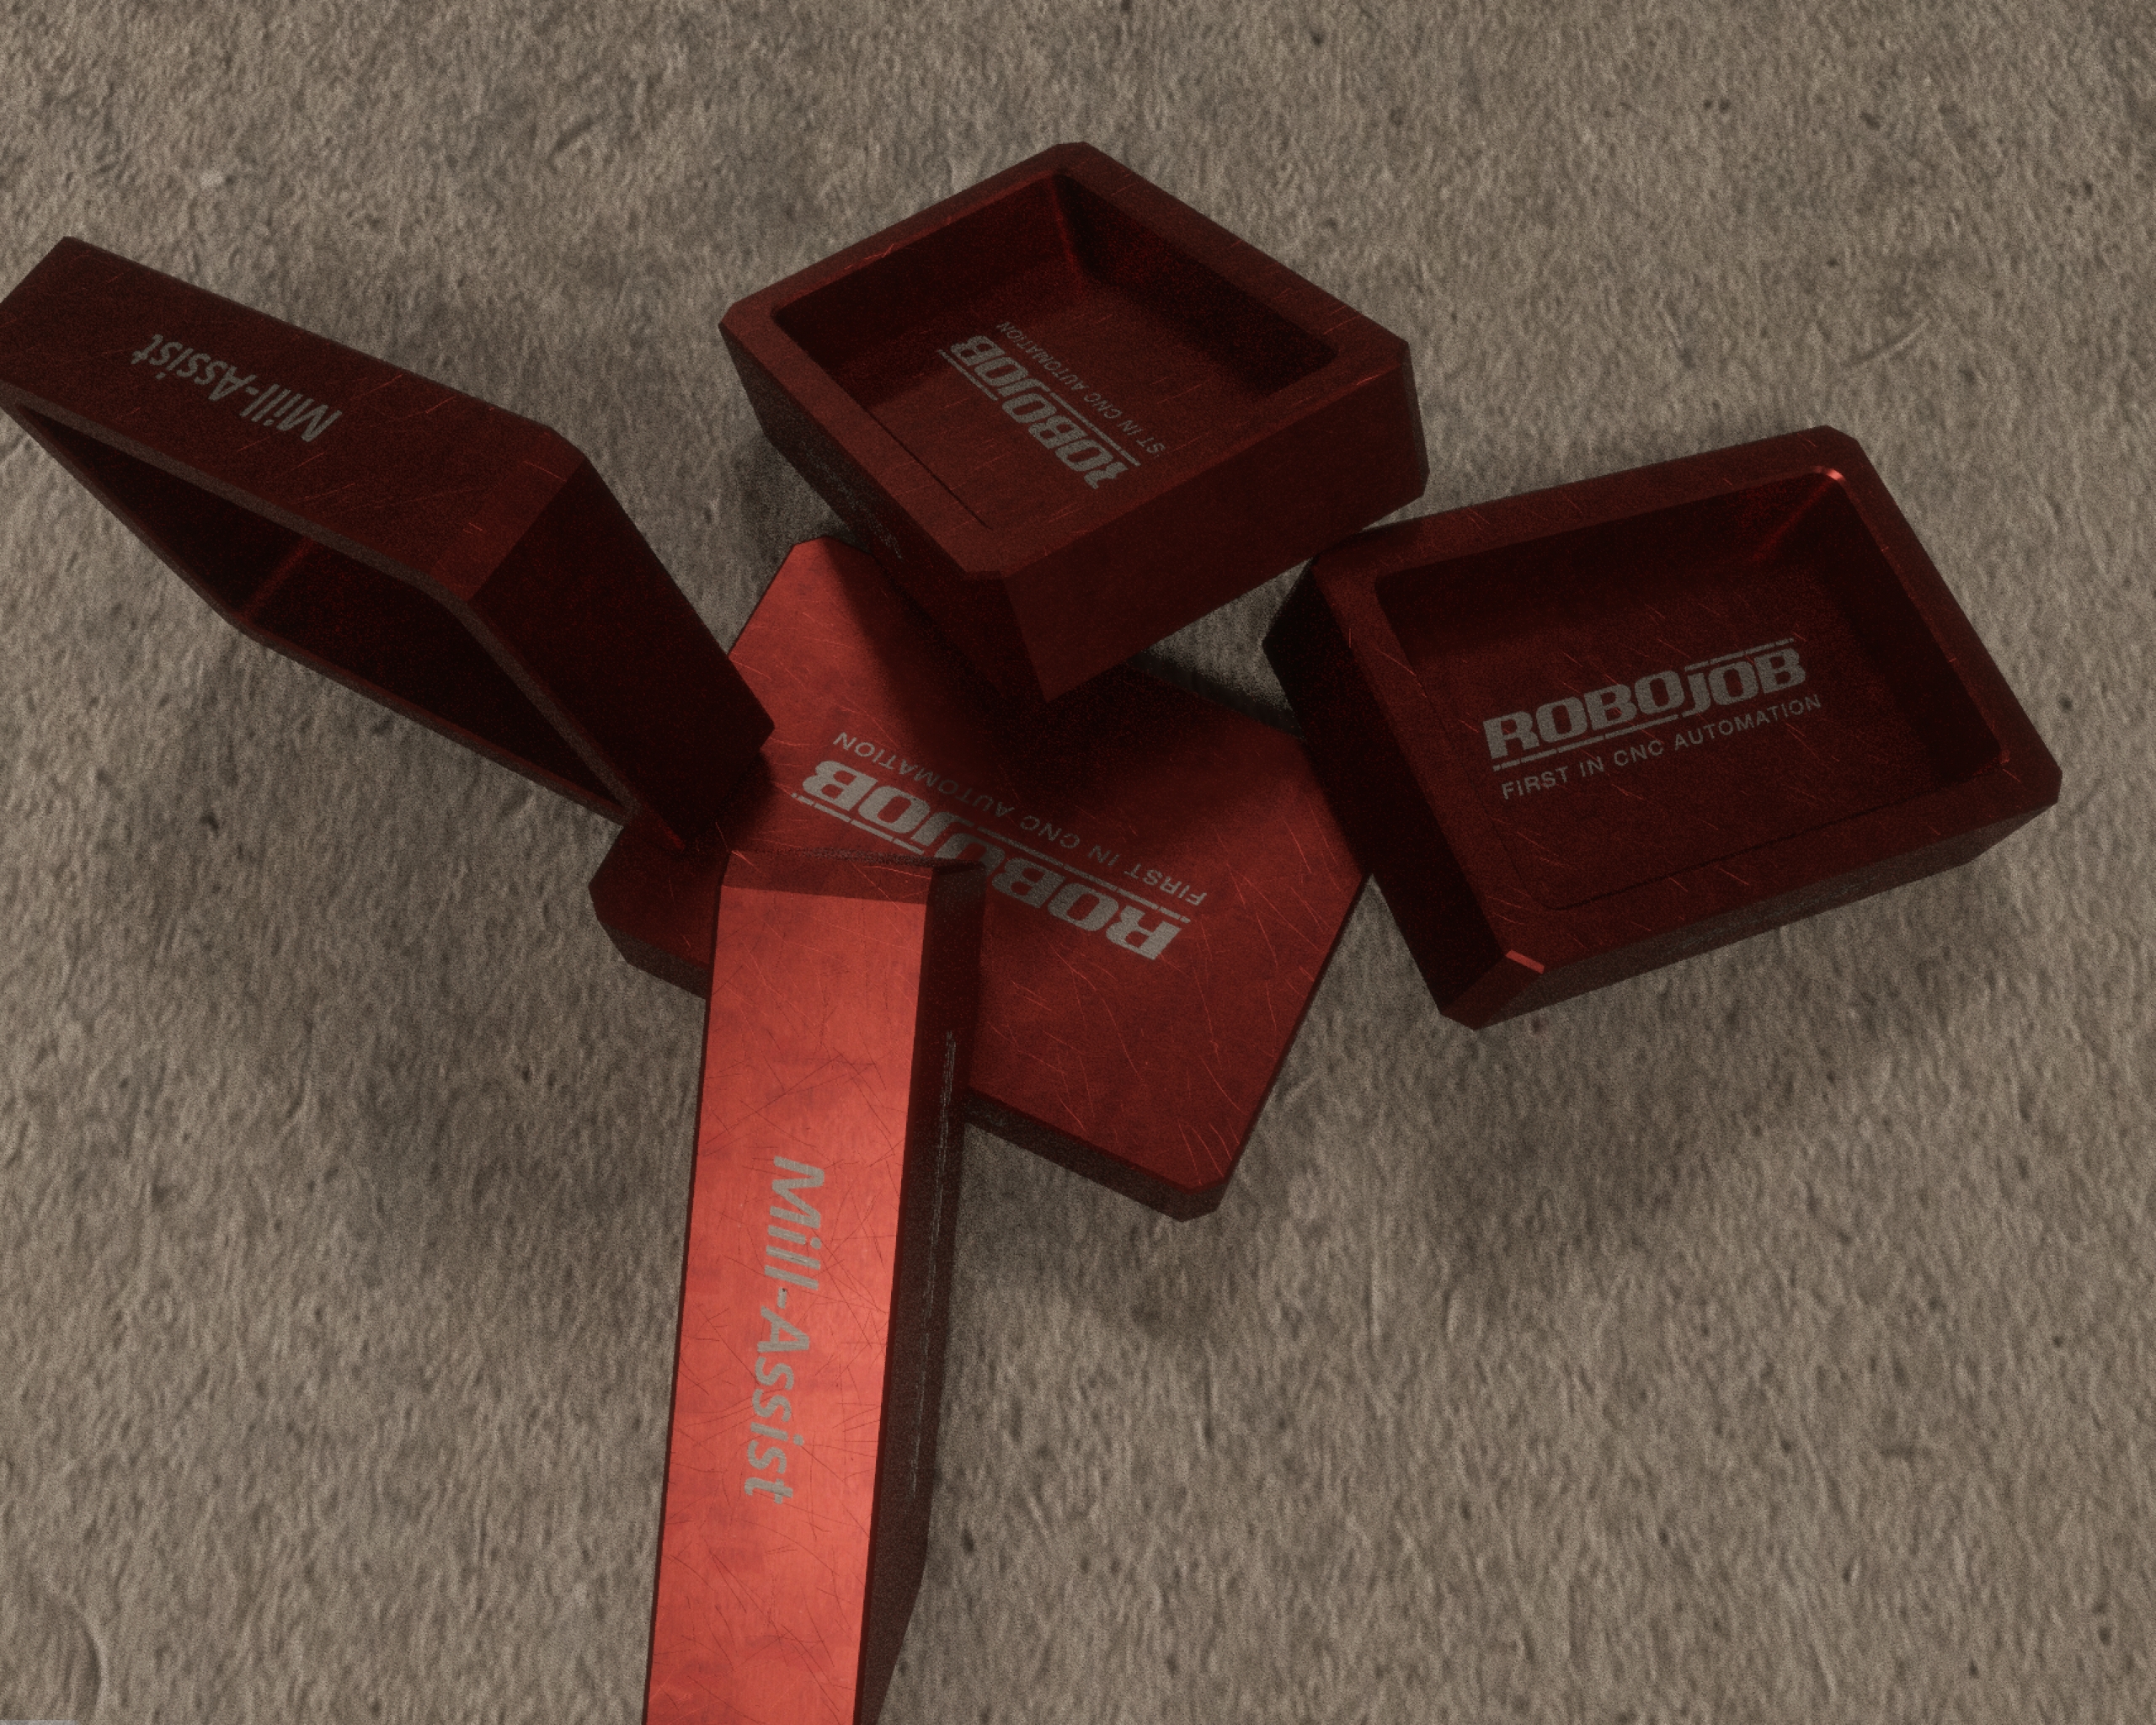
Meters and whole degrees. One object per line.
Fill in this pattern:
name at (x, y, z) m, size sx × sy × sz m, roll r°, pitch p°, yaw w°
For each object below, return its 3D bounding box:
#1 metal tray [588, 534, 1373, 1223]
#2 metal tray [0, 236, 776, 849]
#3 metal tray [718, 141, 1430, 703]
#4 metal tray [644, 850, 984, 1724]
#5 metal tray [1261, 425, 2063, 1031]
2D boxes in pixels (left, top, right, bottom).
metal tray at (-0.015, 0.002, 0.406) m, size 0.130 × 0.030 × 0.090 m, roll 24°, pitch 72°, yaw 8°
metal tray at (-0.127, -0.057, 0.378) m, size 0.130 × 0.090 × 0.030 m, roll 24°, pitch 71°, yaw 26°
metal tray at (-0.005, -0.092, 0.409) m, size 0.090 × 0.030 × 0.130 m, roll -30°, pitch 44°, yaw -11°
metal tray at (-0.038, 0.063, 0.331) m, size 0.030 × 0.090 × 0.129 m, roll 5°, pitch 91°, yaw 2°
metal tray at (0.112, -0.029, 0.401) m, size 0.131 × 0.030 × 0.090 m, roll -16°, pitch 70°, yaw -22°
